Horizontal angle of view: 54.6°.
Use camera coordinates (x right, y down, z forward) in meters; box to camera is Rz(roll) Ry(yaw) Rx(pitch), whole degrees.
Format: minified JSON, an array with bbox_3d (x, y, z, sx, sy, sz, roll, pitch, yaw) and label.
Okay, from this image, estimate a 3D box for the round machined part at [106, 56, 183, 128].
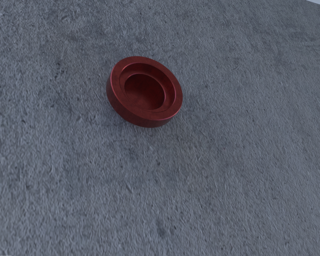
[{"bbox_3d":[-0.023,-0.043,0.406,0.099,0.042,0.098,13,56,-21],"label":"round machined part"}]
